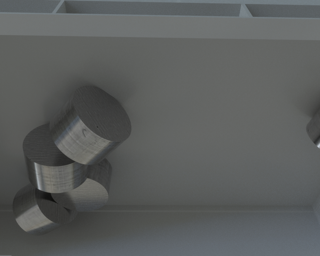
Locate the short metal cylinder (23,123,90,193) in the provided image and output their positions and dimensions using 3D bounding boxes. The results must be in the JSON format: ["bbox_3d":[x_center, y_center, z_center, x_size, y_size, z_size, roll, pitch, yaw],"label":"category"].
[{"bbox_3d":[-0.132,0.037,0.403,0.081,0.080,0.050,7,130,-6],"label":"short metal cylinder"}]

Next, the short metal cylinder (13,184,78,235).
[{"bbox_3d":[-0.170,0.114,0.468,0.050,0.080,0.080,-30,124,23],"label":"short metal cylinder"}]

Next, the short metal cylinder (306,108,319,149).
[{"bbox_3d":[0.230,-0.001,0.376,0.081,0.080,0.050,12,129,-11],"label":"short metal cylinder"}]

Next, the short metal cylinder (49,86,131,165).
[{"bbox_3d":[-0.081,-0.003,0.369,0.080,0.080,0.050,34,122,-26],"label":"short metal cylinder"}]

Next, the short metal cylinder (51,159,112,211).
[{"bbox_3d":[-0.114,0.079,0.458,0.081,0.050,0.079,-1,130,0],"label":"short metal cylinder"}]
